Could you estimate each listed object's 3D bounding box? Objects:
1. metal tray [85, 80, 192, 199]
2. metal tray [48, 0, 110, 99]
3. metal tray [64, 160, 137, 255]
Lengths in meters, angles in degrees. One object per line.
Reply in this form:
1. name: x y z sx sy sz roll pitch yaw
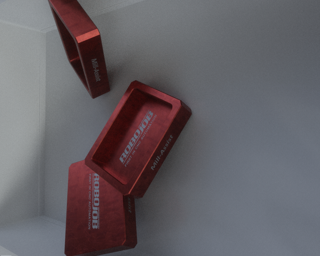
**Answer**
1. metal tray: -0.030 0.012 0.396 0.090 0.030 0.130 29 87 36
2. metal tray: -0.111 -0.112 0.439 0.090 0.030 0.129 54 162 22
3. metal tray: -0.082 0.102 0.423 0.090 0.030 0.130 -18 57 18
